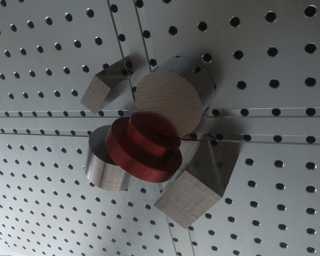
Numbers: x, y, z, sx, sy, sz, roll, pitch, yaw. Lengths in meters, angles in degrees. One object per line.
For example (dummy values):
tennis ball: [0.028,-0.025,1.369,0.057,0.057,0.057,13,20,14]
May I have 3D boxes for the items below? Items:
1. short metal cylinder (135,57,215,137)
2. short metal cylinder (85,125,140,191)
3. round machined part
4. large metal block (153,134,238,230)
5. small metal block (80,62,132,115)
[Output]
short metal cylinder: [0.018,-0.037,0.361,0.080,0.050,0.079,13,124,20]
short metal cylinder: [-0.061,0.040,0.431,0.080,0.080,0.050,27,128,10]
round machined part: [-0.014,0.017,0.381,0.098,0.098,0.042,35,117,4]
large metal block: [0.046,0.067,0.392,0.050,0.080,0.080,37,129,3]
small metal block: [-0.069,-0.051,0.398,0.025,0.050,0.050,41,129,0]
